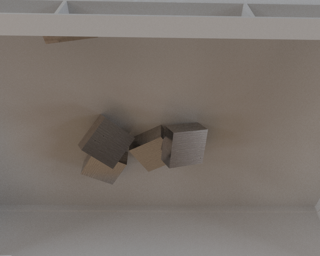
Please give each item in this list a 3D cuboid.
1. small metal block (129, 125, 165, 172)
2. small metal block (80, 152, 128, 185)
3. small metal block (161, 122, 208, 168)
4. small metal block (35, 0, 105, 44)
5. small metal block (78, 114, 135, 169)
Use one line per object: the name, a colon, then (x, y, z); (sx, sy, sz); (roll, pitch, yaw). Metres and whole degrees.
small metal block: (-0.008, 0.029, 0.434); (0.050, 0.025, 0.050); (-24, 126, 19)
small metal block: (-0.081, 0.051, 0.452); (0.050, 0.025, 0.050); (23, 127, -19)
small metal block: (0.032, 0.022, 0.408); (0.050, 0.025, 0.050); (-5, 114, -25)
small metal block: (-0.084, -0.107, 0.301); (0.050, 0.050, 0.025); (-6, 130, 5)
small metal block: (-0.070, 0.018, 0.407); (0.050, 0.025, 0.050); (37, 86, -27)
